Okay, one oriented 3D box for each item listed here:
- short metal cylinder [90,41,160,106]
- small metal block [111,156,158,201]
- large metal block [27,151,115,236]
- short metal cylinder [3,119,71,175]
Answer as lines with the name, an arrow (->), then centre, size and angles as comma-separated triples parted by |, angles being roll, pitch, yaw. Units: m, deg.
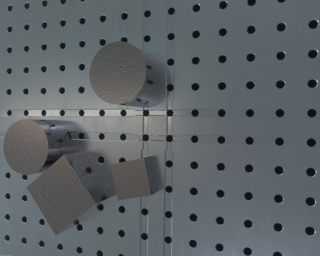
short metal cylinder -> -0.046, -0.070, 0.415 | 0.080, 0.050, 0.079 | 0, 90, 20
small metal block -> -0.035, 0.069, 0.425 | 0.050, 0.025, 0.050 | -13, 86, 19
large metal block -> -0.128, 0.091, 0.444 | 0.080, 0.050, 0.080 | -40, 78, 15
short metal cylinder -> -0.183, 0.027, 0.464 | 0.080, 0.050, 0.079 | 0, 90, 20
